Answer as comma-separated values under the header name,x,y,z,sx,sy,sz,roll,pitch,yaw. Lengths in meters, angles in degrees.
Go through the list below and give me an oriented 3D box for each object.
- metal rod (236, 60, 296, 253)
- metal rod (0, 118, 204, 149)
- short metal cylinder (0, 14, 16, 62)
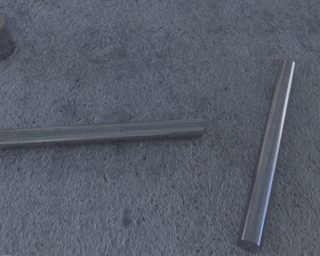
name,x,y,z,sx,sy,sz,roll,pitch,yaw
metal rod,0.144,0.010,0.395,0.025,0.025,0.301,17,52,14
metal rod,-0.096,0.008,0.395,0.302,0.025,0.025,-3,50,-3
short metal cylinder,-0.288,-0.147,0.509,0.081,0.050,0.080,0,50,0
